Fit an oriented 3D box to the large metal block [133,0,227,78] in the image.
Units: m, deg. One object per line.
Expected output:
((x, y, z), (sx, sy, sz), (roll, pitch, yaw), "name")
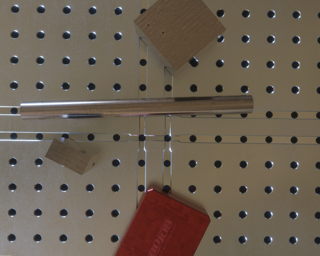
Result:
((0.024, -0.125, 0.401), (0.080, 0.050, 0.080), (-40, 91, 0), "large metal block")

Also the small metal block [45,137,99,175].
((-0.111, 0.035, 0.399), (0.050, 0.050, 0.025), (27, 90, -1), "small metal block")

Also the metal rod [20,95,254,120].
((-0.029, -0.027, 0.412), (0.302, 0.025, 0.025), (-2, 90, -1), "metal rod")

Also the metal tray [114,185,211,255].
((-0.002, 0.153, 0.411), (0.090, 0.030, 0.129), (26, 90, -1), "metal tray")
